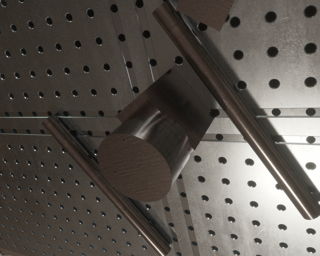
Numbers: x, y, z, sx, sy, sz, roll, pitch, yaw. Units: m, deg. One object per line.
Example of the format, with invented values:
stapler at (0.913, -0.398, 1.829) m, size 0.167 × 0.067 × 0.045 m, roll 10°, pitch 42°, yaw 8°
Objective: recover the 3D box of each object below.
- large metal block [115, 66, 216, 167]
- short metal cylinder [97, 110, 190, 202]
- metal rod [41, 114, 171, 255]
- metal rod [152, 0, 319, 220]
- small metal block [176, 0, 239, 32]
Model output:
large metal block at (0.010, -0.014, 0.361) m, size 0.080 × 0.080 × 0.050 m, roll 49°, pitch 129°, yaw -6°
short metal cylinder at (-0.015, 0.028, 0.316) m, size 0.080 × 0.050 × 0.079 m, roll 13°, pitch 124°, yaw 20°
metal rod at (-0.084, 0.100, 0.515) m, size 0.025 × 0.025 × 0.300 m, roll -33°, pitch 101°, yaw 38°
metal rod at (0.093, -0.013, 0.353) m, size 0.025 × 0.025 × 0.300 m, roll -31°, pitch 102°, yaw 38°
small metal block at (0.050, -0.131, 0.303) m, size 0.050 × 0.025 × 0.050 m, roll 30°, pitch 128°, yaw 8°
